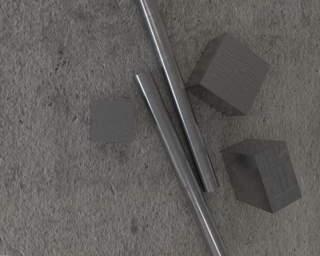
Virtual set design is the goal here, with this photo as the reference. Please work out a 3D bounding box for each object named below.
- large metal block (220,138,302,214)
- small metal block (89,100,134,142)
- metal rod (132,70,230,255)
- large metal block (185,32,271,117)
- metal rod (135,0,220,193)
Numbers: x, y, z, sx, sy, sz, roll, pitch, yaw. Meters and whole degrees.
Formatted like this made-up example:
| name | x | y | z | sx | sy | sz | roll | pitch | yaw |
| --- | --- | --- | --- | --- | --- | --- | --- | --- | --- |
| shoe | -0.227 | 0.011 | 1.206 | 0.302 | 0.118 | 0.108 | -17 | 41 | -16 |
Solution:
| name | x | y | z | sx | sy | sz | roll | pitch | yaw |
| --- | --- | --- | --- | --- | --- | --- | --- | --- | --- |
| large metal block | 0.138 | 0.062 | 0.431 | 0.050 | 0.080 | 0.080 | -22 | 98 | -19 |
| small metal block | -0.061 | -0.008 | 0.387 | 0.050 | 0.025 | 0.050 | 1 | 90 | -20 |
| metal rod | 0.035 | 0.065 | 0.422 | 0.025 | 0.025 | 0.299 | -26 | 99 | -18 |
| large metal block | 0.093 | -0.071 | 0.430 | 0.080 | 0.050 | 0.080 | 31 | 80 | -18 |
| metal rod | 0.022 | -0.054 | 0.417 | 0.025 | 0.025 | 0.298 | -22 | 98 | -19 |
